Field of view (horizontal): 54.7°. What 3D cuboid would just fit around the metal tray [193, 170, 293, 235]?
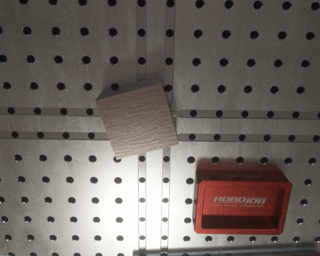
[{"bbox_3d":[0.116,0.110,0.452,0.131,0.030,0.089,1,110,-1],"label":"metal tray"}]

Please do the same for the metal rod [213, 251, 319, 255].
[{"bbox_3d":[0.106,0.217,0.495,0.302,0.025,0.025,-3,110,0],"label":"metal rod"}]

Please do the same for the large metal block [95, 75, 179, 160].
[{"bbox_3d":[-0.026,-0.015,0.394,0.080,0.050,0.080,-14,110,5],"label":"large metal block"}]
